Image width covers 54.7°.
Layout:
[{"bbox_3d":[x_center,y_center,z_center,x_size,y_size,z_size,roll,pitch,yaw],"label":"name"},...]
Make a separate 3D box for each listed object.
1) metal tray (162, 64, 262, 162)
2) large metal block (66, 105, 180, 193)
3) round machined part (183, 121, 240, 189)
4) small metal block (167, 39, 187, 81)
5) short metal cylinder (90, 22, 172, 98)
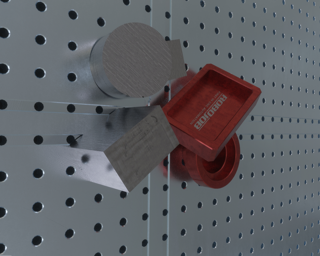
[{"bbox_3d":[0.068,-0.027,0.425,0.131,0.090,0.030,-46,158,-30],"label":"metal tray"},{"bbox_3d":[-0.041,0.019,0.340,0.080,0.080,0.050,-42,116,-32],"label":"large metal block"},{"bbox_3d":[0.072,0.038,0.459,0.099,0.042,0.097,0,90,-40],"label":"round machined part"},{"bbox_3d":[0.005,-0.089,0.414,0.050,0.025,0.050,-21,104,-38],"label":"small metal block"},{"bbox_3d":[-0.034,-0.074,0.354,0.081,0.050,0.079,-2,95,-27],"label":"short metal cylinder"}]
